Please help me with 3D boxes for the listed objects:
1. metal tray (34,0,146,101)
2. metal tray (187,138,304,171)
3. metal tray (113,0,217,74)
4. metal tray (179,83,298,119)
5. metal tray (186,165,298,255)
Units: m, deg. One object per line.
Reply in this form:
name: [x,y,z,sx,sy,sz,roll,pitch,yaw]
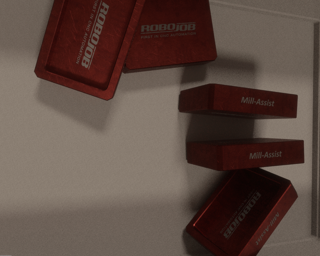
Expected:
metal tray: [-0.077,-0.106,0.351,0.091,0.030,0.129,19,100,-9]
metal tray: [0.113,0.032,0.419,0.131,0.090,0.030,-2,91,-20]
metal tray: [0.007,-0.126,0.411,0.131,0.030,0.089,-11,94,-20]
metal tray: [0.103,-0.032,0.415,0.131,0.090,0.030,4,89,-20]
metal tray: [0.107,0.113,0.414,0.130,0.090,0.030,-47,123,-14]
